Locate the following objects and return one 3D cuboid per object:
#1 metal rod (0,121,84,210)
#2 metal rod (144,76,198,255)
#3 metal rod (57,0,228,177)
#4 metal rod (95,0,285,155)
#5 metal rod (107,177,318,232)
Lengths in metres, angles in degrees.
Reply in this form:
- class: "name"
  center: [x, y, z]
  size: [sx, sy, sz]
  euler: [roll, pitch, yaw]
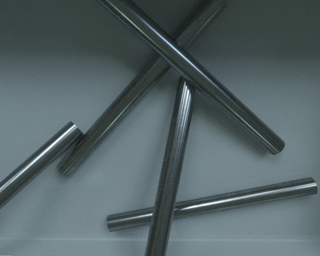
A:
- class: "metal rod"
  center: [-0.214, 0.101, 0.373]
  size: [0.301, 0.025, 0.025]
  euler: [-44, 106, -15]
- class: "metal rod"
  center: [0.008, 0.084, 0.375]
  size: [0.025, 0.025, 0.299]
  euler: [12, 84, -4]
- class: "metal rod"
  center: [-0.032, -0.046, 0.394]
  size: [0.025, 0.025, 0.299]
  euler: [40, 105, -14]
- class: "metal rod"
  center: [0.048, -0.059, 0.368]
  size: [0.301, 0.025, 0.025]
  euler: [37, 106, -21]
- class: "metal rod"
  center: [0.072, 0.113, 0.453]
  size: [0.302, 0.025, 0.025]
  euler: [-12, 110, 4]
